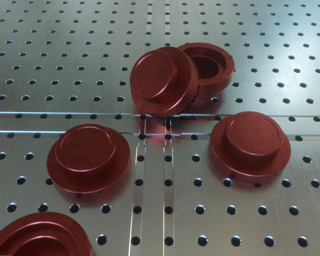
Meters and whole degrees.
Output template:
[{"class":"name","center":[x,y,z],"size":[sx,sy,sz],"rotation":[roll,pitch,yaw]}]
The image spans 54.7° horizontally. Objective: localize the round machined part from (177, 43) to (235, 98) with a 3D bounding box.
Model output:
[{"class":"round machined part","center":[0.059,-0.083,0.467],"size":[0.099,0.042,0.098],"rotation":[0,50,0]}]

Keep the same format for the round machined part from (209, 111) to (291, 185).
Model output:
[{"class":"round machined part","center":[0.112,0.017,0.384],"size":[0.099,0.042,0.098],"rotation":[0,50,0]}]

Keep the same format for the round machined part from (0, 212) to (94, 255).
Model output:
[{"class":"round machined part","center":[-0.109,0.132,0.285],"size":[0.099,0.042,0.098],"rotation":[0,50,0]}]

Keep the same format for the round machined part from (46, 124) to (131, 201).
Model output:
[{"class":"round machined part","center":[-0.085,0.033,0.368],"size":[0.099,0.042,0.098],"rotation":[0,50,0]}]

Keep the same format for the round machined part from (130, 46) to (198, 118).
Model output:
[{"class":"round machined part","center":[-0.001,-0.066,0.418],"size":[0.098,0.042,0.098],"rotation":[-10,70,31]}]
